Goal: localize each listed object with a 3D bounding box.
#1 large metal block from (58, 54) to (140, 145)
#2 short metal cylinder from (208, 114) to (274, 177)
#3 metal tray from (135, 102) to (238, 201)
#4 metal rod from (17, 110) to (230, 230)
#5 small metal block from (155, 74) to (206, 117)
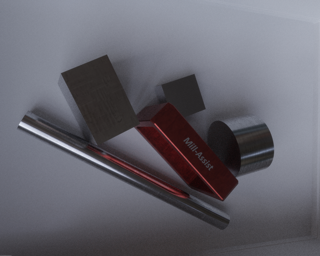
[{"bbox_3d":[-0.073,-0.029,0.353,0.050,0.080,0.080,-28,100,-18],"label":"large metal block"},{"bbox_3d":[0.107,0.024,0.421,0.050,0.080,0.079,-12,95,-19],"label":"short metal cylinder"},{"bbox_3d":[0.027,0.029,0.385,0.030,0.090,0.130,-46,105,-15],"label":"metal tray"},{"bbox_3d":[-0.032,0.062,0.398,0.301,0.025,0.025,30,80,-18],"label":"metal rod"},{"bbox_3d":[0.028,-0.040,0.419,0.050,0.025,0.050,-21,97,-19],"label":"small metal block"}]
